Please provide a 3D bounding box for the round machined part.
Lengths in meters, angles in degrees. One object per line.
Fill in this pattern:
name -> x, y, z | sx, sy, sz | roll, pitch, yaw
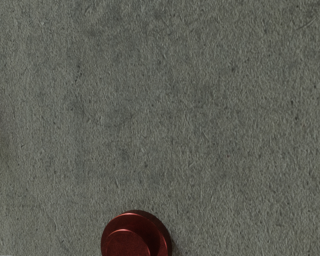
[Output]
round machined part -> -0.037, 0.163, 0.413 | 0.098, 0.042, 0.097 | 0, 90, 20
